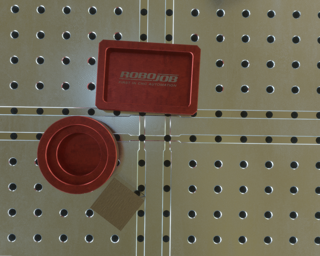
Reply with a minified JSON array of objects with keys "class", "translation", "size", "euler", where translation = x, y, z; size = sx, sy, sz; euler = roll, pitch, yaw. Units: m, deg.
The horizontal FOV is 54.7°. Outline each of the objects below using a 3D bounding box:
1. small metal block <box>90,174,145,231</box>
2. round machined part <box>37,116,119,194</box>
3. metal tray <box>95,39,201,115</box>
[{"class":"small metal block","translation":[-0.055,0.099,0.413],"size":[0.050,0.025,0.050],"euler":[38,90,-1]},{"class":"round machined part","translation":[-0.103,0.033,0.404],"size":[0.099,0.042,0.097],"euler":[0,90,-1]},{"class":"metal tray","translation":[-0.015,-0.065,0.410],"size":[0.131,0.030,0.089],"euler":[3,90,-1]}]
